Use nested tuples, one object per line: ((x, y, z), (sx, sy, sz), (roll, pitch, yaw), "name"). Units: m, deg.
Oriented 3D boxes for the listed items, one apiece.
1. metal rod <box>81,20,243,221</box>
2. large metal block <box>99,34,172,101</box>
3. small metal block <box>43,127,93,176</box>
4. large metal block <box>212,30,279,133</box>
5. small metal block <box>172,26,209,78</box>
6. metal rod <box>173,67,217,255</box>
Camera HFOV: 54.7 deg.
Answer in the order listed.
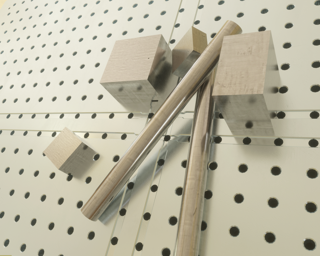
((0.003, -0.010, 0.391), (0.025, 0.025, 0.300), (37, 89, 38), "metal rod")
((-0.032, -0.088, 0.463), (0.080, 0.050, 0.080), (1, 62, 28), "large metal block")
((-0.137, 0.034, 0.460), (0.050, 0.025, 0.050), (34, 80, 38), "small metal block")
((0.101, -0.049, 0.350), (0.050, 0.080, 0.080), (1, 62, 29), "large metal block")
((0.041, -0.104, 0.433), (0.050, 0.025, 0.050), (-44, 35, 44), "small metal block")
((0.045, 0.035, 0.363), (0.025, 0.025, 0.300), (-3, 60, 27), "metal rod")
